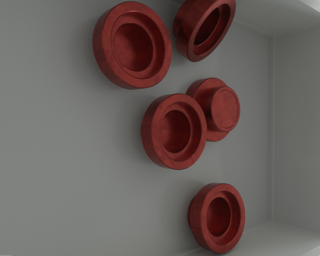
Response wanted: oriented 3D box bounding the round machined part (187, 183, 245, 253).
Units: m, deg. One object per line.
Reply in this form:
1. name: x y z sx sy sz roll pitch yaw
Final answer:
1. round machined part: 0.080 0.131 0.461 0.099 0.042 0.097 6 81 -38

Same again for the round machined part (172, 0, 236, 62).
1. round machined part: 0.055 -0.143 0.422 0.098 0.042 0.098 -41 158 -21

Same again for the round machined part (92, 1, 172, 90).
1. round machined part: -0.036 -0.094 0.367 0.099 0.042 0.097 0 90 -40

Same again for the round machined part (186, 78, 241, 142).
1. round machined part: 0.084 -0.028 0.469 0.099 0.042 0.097 0 90 -40

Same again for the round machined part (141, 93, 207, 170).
1. round machined part: 0.014 0.004 0.409 0.099 0.042 0.097 0 90 -40
